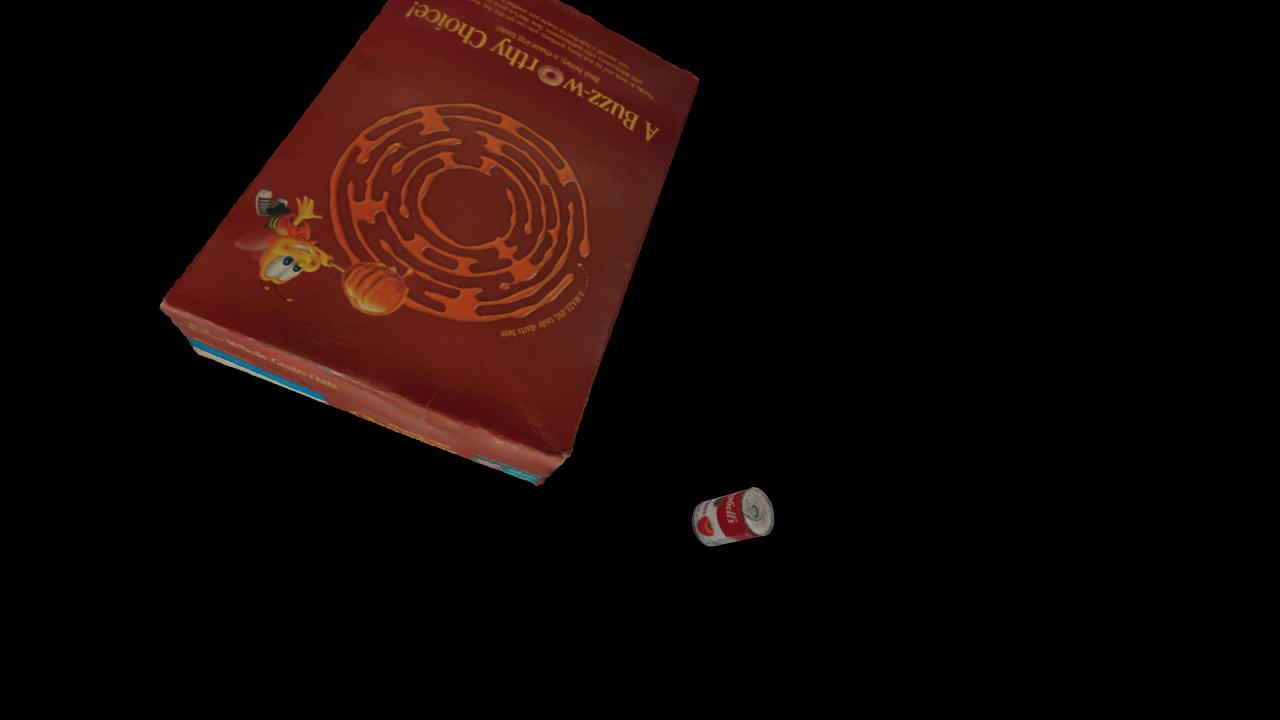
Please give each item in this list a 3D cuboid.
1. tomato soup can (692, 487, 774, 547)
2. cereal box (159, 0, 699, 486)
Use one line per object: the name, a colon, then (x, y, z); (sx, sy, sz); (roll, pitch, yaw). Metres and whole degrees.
tomato soup can: (0.132, 0.226, 0.881); (0.068, 0.068, 0.101); (0, -21, -43)
cereal box: (-0.098, -0.101, 0.388); (0.203, 0.306, 0.081); (23, -25, -12)
